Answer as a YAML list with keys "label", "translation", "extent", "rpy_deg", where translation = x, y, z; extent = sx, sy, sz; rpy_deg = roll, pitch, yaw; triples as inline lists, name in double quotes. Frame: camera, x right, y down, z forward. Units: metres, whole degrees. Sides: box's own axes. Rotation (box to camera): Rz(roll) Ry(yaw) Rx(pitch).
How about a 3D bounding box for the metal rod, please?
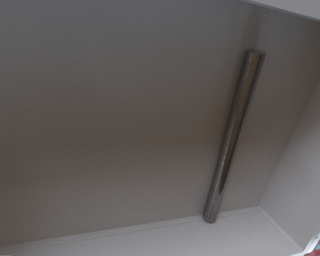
- label: "metal rod"
  translation: [0.109, 0.028, 0.484]
  extent: [0.025, 0.025, 0.298]
  rpy_deg: [-6, 121, -26]
